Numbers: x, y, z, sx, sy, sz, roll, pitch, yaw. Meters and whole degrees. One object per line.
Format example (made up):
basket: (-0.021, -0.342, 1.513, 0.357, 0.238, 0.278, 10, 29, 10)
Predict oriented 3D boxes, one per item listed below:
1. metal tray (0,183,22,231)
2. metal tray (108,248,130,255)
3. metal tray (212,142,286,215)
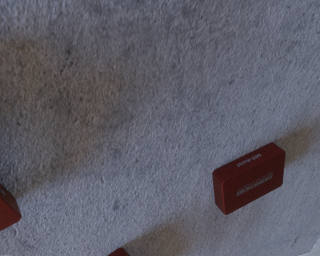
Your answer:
metal tray: (-0.210, 0.079, 0.309, 0.091, 0.030, 0.129, -28, 146, -17)
metal tray: (-0.072, 0.270, 0.532, 0.090, 0.030, 0.130, -33, 129, -7)
metal tray: (0.159, 0.090, 0.549, 0.131, 0.030, 0.089, -23, 127, -15)
